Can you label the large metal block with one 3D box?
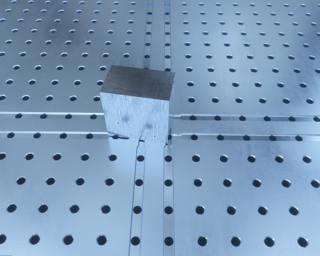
[{"bbox_3d":[-0.025,-0.029,0.396,0.080,0.080,0.050,8,51,6],"label":"large metal block"}]
